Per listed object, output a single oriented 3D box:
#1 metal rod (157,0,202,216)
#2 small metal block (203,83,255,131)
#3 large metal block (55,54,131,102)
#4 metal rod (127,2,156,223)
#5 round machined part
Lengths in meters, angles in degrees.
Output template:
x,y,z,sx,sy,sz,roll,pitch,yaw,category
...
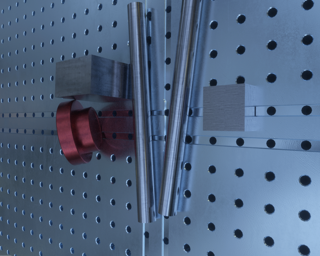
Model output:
x,y,z,sx,sy,sz,roll,pitch,yaw,category
0.026,-0.038,0.386,0.025,0.025,0.298,11,97,39,metal rod
0.076,-0.022,0.345,0.050,0.025,0.050,1,91,39,small metal block
-0.092,-0.067,0.446,0.080,0.081,0.050,0,88,39,large metal block
-0.025,-0.023,0.428,0.025,0.025,0.298,-5,87,39,metal rod
-0.116,0.005,0.468,0.042,0.098,0.097,-11,81,2,round machined part
